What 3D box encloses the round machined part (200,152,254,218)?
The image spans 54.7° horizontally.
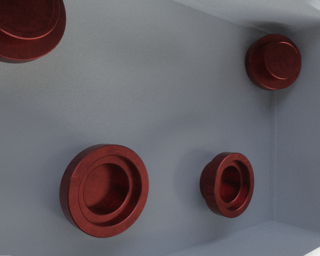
[{"bbox_3d":[0.100,0.086,0.479,0.099,0.042,0.097,0,90,-40],"label":"round machined part"}]

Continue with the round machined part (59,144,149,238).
[{"bbox_3d":[-0.064,0.066,0.342,0.099,0.042,0.097,0,90,-40],"label":"round machined part"}]

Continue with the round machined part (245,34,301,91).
[{"bbox_3d":[0.202,-0.116,0.538,0.099,0.042,0.097,0,90,-11],"label":"round machined part"}]

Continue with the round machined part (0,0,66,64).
[{"bbox_3d":[-0.133,-0.111,0.284,0.099,0.042,0.097,0,90,-40],"label":"round machined part"}]
